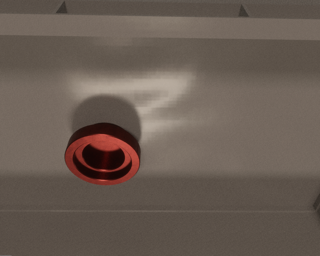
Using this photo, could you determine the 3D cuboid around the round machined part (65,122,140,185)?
[{"bbox_3d":[-0.075,0.031,0.423,0.099,0.042,0.097,-1,130,0],"label":"round machined part"}]
